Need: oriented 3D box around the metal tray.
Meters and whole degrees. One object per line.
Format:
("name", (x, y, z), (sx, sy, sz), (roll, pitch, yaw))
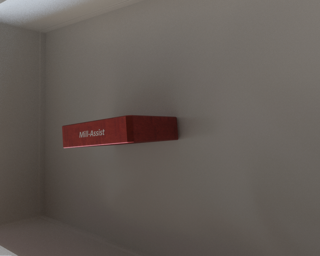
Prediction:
("metal tray", (-0.053, 0.006, 0.406), (0.130, 0.091, 0.030), (-7, 86, 39))
